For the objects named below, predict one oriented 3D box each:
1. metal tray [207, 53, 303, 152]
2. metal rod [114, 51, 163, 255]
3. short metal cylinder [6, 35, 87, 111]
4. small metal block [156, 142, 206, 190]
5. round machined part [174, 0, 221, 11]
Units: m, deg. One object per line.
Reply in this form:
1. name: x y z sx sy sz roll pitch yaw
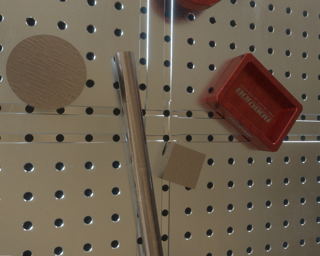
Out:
1. metal tray: 0.144 -0.036 0.464 0.130 0.030 0.090 40 77 -16
2. metal rod: -0.025 0.052 0.404 0.025 0.025 0.298 -9 93 -20
3. short metal cylinder: -0.128 -0.060 0.352 0.081 0.050 0.079 0 90 -21
4. small metal block: 0.029 0.051 0.425 0.050 0.025 0.050 21 83 -19
5. round machined part: 0.046 -0.208 0.421 0.099 0.042 0.097 0 90 -21
